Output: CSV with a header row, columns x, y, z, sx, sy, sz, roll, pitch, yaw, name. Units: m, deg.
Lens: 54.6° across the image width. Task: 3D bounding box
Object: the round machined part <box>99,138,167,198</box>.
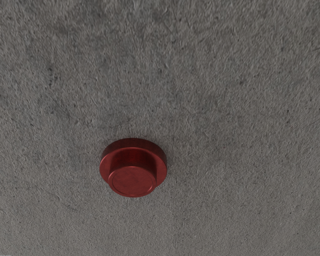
x,y,z,sx,sy,sz,roll,pitch,yaw,name
-0.039,0.064,0.450,0.099,0.042,0.097,0,130,0,round machined part
